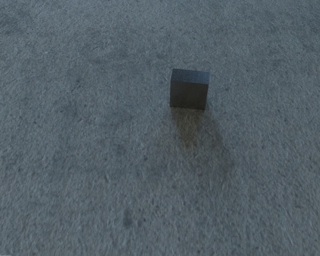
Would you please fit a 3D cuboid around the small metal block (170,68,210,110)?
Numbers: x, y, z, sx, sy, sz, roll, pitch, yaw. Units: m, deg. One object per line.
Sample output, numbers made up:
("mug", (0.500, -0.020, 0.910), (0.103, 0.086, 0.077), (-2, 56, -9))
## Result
("small metal block", (0.041, -0.053, 0.432), (0.050, 0.050, 0.025), (7, 51, 5))
